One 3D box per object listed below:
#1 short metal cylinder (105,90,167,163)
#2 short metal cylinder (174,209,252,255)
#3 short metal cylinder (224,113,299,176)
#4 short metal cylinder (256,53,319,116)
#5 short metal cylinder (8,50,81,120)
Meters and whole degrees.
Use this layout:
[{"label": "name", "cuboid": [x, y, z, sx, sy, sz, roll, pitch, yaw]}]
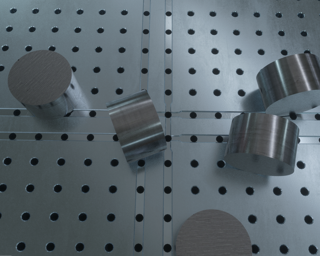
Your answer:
[{"label": "short metal cylinder", "cuboid": [-0.030, -0.002, 0.383, 0.050, 0.080, 0.080, -20, 72, -7]}, {"label": "short metal cylinder", "cuboid": [0.057, 0.135, 0.350, 0.081, 0.050, 0.080, 0, 70, -1]}, {"label": "short metal cylinder", "cuboid": [0.123, 0.022, 0.376, 0.080, 0.080, 0.050, 15, 71, 5]}, {"label": "short metal cylinder", "cuboid": [0.173, -0.054, 0.404, 0.081, 0.080, 0.050, -8, 71, -3]}, {"label": "short metal cylinder", "cuboid": [-0.153, -0.057, 0.417, 0.081, 0.050, 0.080, 0, 70, 0]}]
